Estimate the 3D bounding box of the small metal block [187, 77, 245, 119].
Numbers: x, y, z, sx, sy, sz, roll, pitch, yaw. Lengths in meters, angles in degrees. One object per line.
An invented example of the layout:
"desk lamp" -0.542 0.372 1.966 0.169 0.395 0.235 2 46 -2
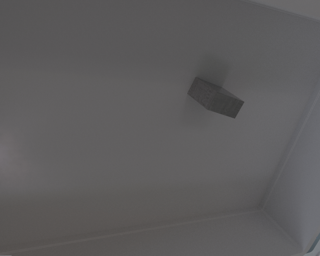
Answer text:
"small metal block" 0.073 -0.040 0.407 0.050 0.050 0.025 14 111 -34
